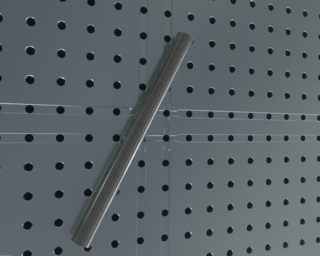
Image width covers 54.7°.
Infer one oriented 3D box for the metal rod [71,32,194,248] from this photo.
[{"bbox_3d":[-0.031,0.008,0.402,0.025,0.025,0.299,30,80,-18],"label":"metal rod"}]
